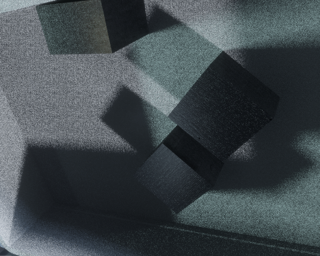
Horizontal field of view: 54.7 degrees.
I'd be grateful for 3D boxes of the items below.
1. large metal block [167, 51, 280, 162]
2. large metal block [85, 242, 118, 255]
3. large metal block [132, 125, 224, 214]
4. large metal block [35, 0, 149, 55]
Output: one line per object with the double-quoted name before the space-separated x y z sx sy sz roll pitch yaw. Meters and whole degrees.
"large metal block" 0.069 -0.023 0.342 0.080 0.050 0.080 40 129 1
"large metal block" -0.122 0.292 0.621 0.050 0.080 0.080 3 120 27
"large metal block" 0.024 0.056 0.415 0.080 0.050 0.080 41 129 0
"large metal block" -0.069 -0.117 0.337 0.080 0.080 0.050 6 121 25
